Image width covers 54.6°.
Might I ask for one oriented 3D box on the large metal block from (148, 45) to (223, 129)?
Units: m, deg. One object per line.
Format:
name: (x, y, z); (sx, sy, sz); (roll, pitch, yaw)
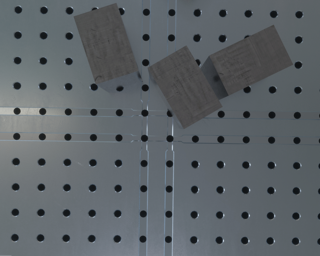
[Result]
large metal block: (0.028, -0.046, 0.386); (0.050, 0.080, 0.080); (-30, 90, 0)

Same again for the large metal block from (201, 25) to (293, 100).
large metal block: (0.102, -0.076, 0.386); (0.080, 0.080, 0.050); (-26, 90, 0)

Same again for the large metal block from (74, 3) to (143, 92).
large metal block: (-0.060, -0.094, 0.385); (0.050, 0.080, 0.080); (-18, 90, 0)
